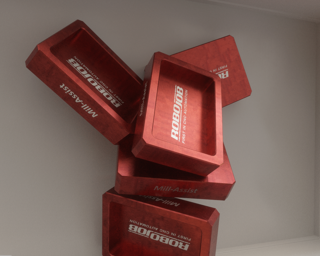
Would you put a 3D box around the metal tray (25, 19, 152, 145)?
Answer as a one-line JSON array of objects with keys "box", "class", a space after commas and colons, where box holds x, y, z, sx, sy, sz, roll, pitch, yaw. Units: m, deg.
[{"box": [-0.071, -0.054, 0.354, 0.130, 0.030, 0.090, 44, 37, -15], "class": "metal tray"}]

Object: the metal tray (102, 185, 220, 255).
[{"box": [-0.003, 0.122, 0.352, 0.030, 0.130, 0.089, -25, 122, -62], "class": "metal tray"}]

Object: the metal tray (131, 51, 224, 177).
[{"box": [0.024, -0.019, 0.349, 0.091, 0.030, 0.130, 18, 53, -16], "class": "metal tray"}]

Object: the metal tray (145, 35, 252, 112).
[{"box": [0.055, -0.065, 0.428, 0.131, 0.030, 0.090, -23, 98, -19], "class": "metal tray"}]

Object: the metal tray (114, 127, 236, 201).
[{"box": [0.015, 0.038, 0.370, 0.131, 0.090, 0.030, 6, 130, -9], "class": "metal tray"}]
